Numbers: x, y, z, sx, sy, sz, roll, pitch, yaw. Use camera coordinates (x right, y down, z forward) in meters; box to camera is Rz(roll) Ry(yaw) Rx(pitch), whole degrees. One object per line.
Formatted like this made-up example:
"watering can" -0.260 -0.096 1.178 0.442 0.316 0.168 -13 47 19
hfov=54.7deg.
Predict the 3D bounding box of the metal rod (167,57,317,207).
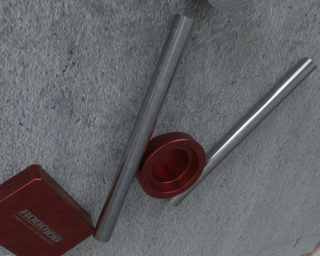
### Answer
"metal rod" 0.122 0.008 0.478 0.300 0.025 0.025 -46 129 3

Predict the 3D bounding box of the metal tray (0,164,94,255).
"metal tray" -0.154 0.116 0.391 0.090 0.030 0.130 -34 129 -6

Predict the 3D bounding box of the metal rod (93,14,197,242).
"metal rod" -0.024 0.011 0.382 0.025 0.025 0.298 12 107 -34

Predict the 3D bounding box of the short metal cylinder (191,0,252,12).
"short metal cylinder" 0.063 -0.167 0.322 0.081 0.050 0.079 -14 124 -21

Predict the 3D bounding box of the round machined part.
"round machined part" 0.011 0.047 0.431 0.099 0.042 0.097 -14 124 -21
